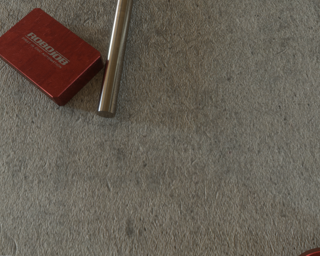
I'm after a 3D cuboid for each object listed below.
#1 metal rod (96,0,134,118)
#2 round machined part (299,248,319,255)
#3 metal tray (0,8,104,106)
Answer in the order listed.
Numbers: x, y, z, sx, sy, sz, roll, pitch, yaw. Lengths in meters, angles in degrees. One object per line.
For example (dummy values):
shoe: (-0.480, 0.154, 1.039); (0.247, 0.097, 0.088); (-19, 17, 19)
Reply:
metal rod: (-0.058, -0.158, 0.465); (0.025, 0.025, 0.299); (5, 70, 2)
round machined part: (0.182, 0.177, 0.326); (0.098, 0.042, 0.098); (-4, 77, 17)
metal tray: (-0.158, -0.103, 0.442); (0.130, 0.030, 0.090); (37, 74, 12)
